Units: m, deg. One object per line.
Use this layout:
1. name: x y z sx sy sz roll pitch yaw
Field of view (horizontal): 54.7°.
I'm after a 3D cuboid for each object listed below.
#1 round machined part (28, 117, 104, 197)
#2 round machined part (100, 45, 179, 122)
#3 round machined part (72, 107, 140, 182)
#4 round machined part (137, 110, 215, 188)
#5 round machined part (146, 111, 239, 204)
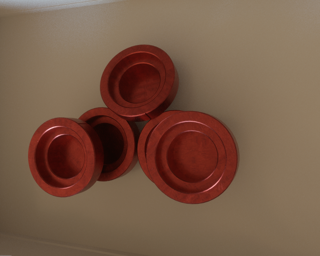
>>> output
1. round machined part: -0.114 0.035 0.396 0.098 0.042 0.097 0 90 20
2. round machined part: -0.023 -0.053 0.397 0.098 0.042 0.098 -6 70 16
3. round machined part: -0.070 0.021 0.425 0.098 0.042 0.097 0 90 20
4. round machined part: 0.025 0.027 0.392 0.098 0.042 0.097 0 90 20
5. round machined part: 0.038 0.031 0.342 0.098 0.042 0.097 0 90 20
